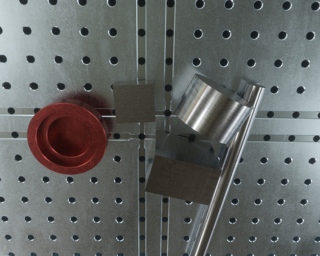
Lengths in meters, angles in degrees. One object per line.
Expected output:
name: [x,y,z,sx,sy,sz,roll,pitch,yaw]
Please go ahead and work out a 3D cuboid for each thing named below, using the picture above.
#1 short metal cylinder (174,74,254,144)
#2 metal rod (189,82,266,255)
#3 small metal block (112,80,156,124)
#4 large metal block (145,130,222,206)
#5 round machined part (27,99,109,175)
short metal cylinder: [0.065,-0.024,0.376,0.080,0.080,0.050,27,108,-10]
metal rod: [0.089,0.081,0.444,0.025,0.025,0.298,12,110,-5]
small metal block: [-0.032,-0.034,0.400,0.050,0.025,0.050,-3,110,0]
large metal block: [0.027,0.049,0.402,0.081,0.080,0.050,14,110,-6]
round machined part: [-0.116,0.009,0.406,0.099,0.042,0.097,0,110,-1]
